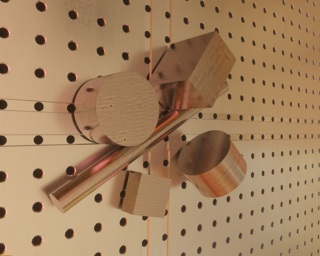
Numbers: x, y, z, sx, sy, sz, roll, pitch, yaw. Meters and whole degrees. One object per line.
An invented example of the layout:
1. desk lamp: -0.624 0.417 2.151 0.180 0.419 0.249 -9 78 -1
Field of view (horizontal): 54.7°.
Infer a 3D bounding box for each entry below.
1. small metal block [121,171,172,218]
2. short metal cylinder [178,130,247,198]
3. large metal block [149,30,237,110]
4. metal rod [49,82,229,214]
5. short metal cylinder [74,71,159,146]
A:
1. small metal block: -0.016 0.084 0.391 0.050 0.025 0.050 19 78 -38
2. short metal cylinder: 0.072 0.049 0.430 0.050 0.080 0.080 51 60 -28
3. large metal block: 0.039 -0.071 0.402 0.050 0.080 0.080 44 64 -32
4. metal rod: -0.004 0.005 0.402 0.302 0.025 0.025 -35 112 -34
5. short metal cylinder: -0.048 -0.021 0.348 0.081 0.050 0.079 0 90 -40
